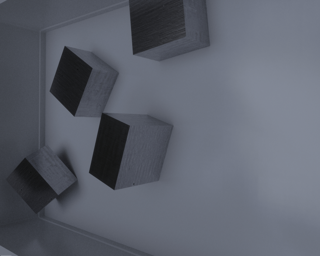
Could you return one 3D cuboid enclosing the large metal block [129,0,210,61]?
[{"bbox_3d":[0.010,-0.134,0.380,0.080,0.050,0.080,-7,85,39],"label":"large metal block"}]

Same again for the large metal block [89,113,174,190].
[{"bbox_3d":[-0.036,0.027,0.399,0.050,0.081,0.079,24,105,37],"label":"large metal block"}]

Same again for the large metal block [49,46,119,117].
[{"bbox_3d":[-0.121,-0.072,0.487,0.080,0.050,0.079,39,114,32],"label":"large metal block"}]

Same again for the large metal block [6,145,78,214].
[{"bbox_3d":[-0.205,0.089,0.537,0.080,0.050,0.080,-39,92,32],"label":"large metal block"}]
